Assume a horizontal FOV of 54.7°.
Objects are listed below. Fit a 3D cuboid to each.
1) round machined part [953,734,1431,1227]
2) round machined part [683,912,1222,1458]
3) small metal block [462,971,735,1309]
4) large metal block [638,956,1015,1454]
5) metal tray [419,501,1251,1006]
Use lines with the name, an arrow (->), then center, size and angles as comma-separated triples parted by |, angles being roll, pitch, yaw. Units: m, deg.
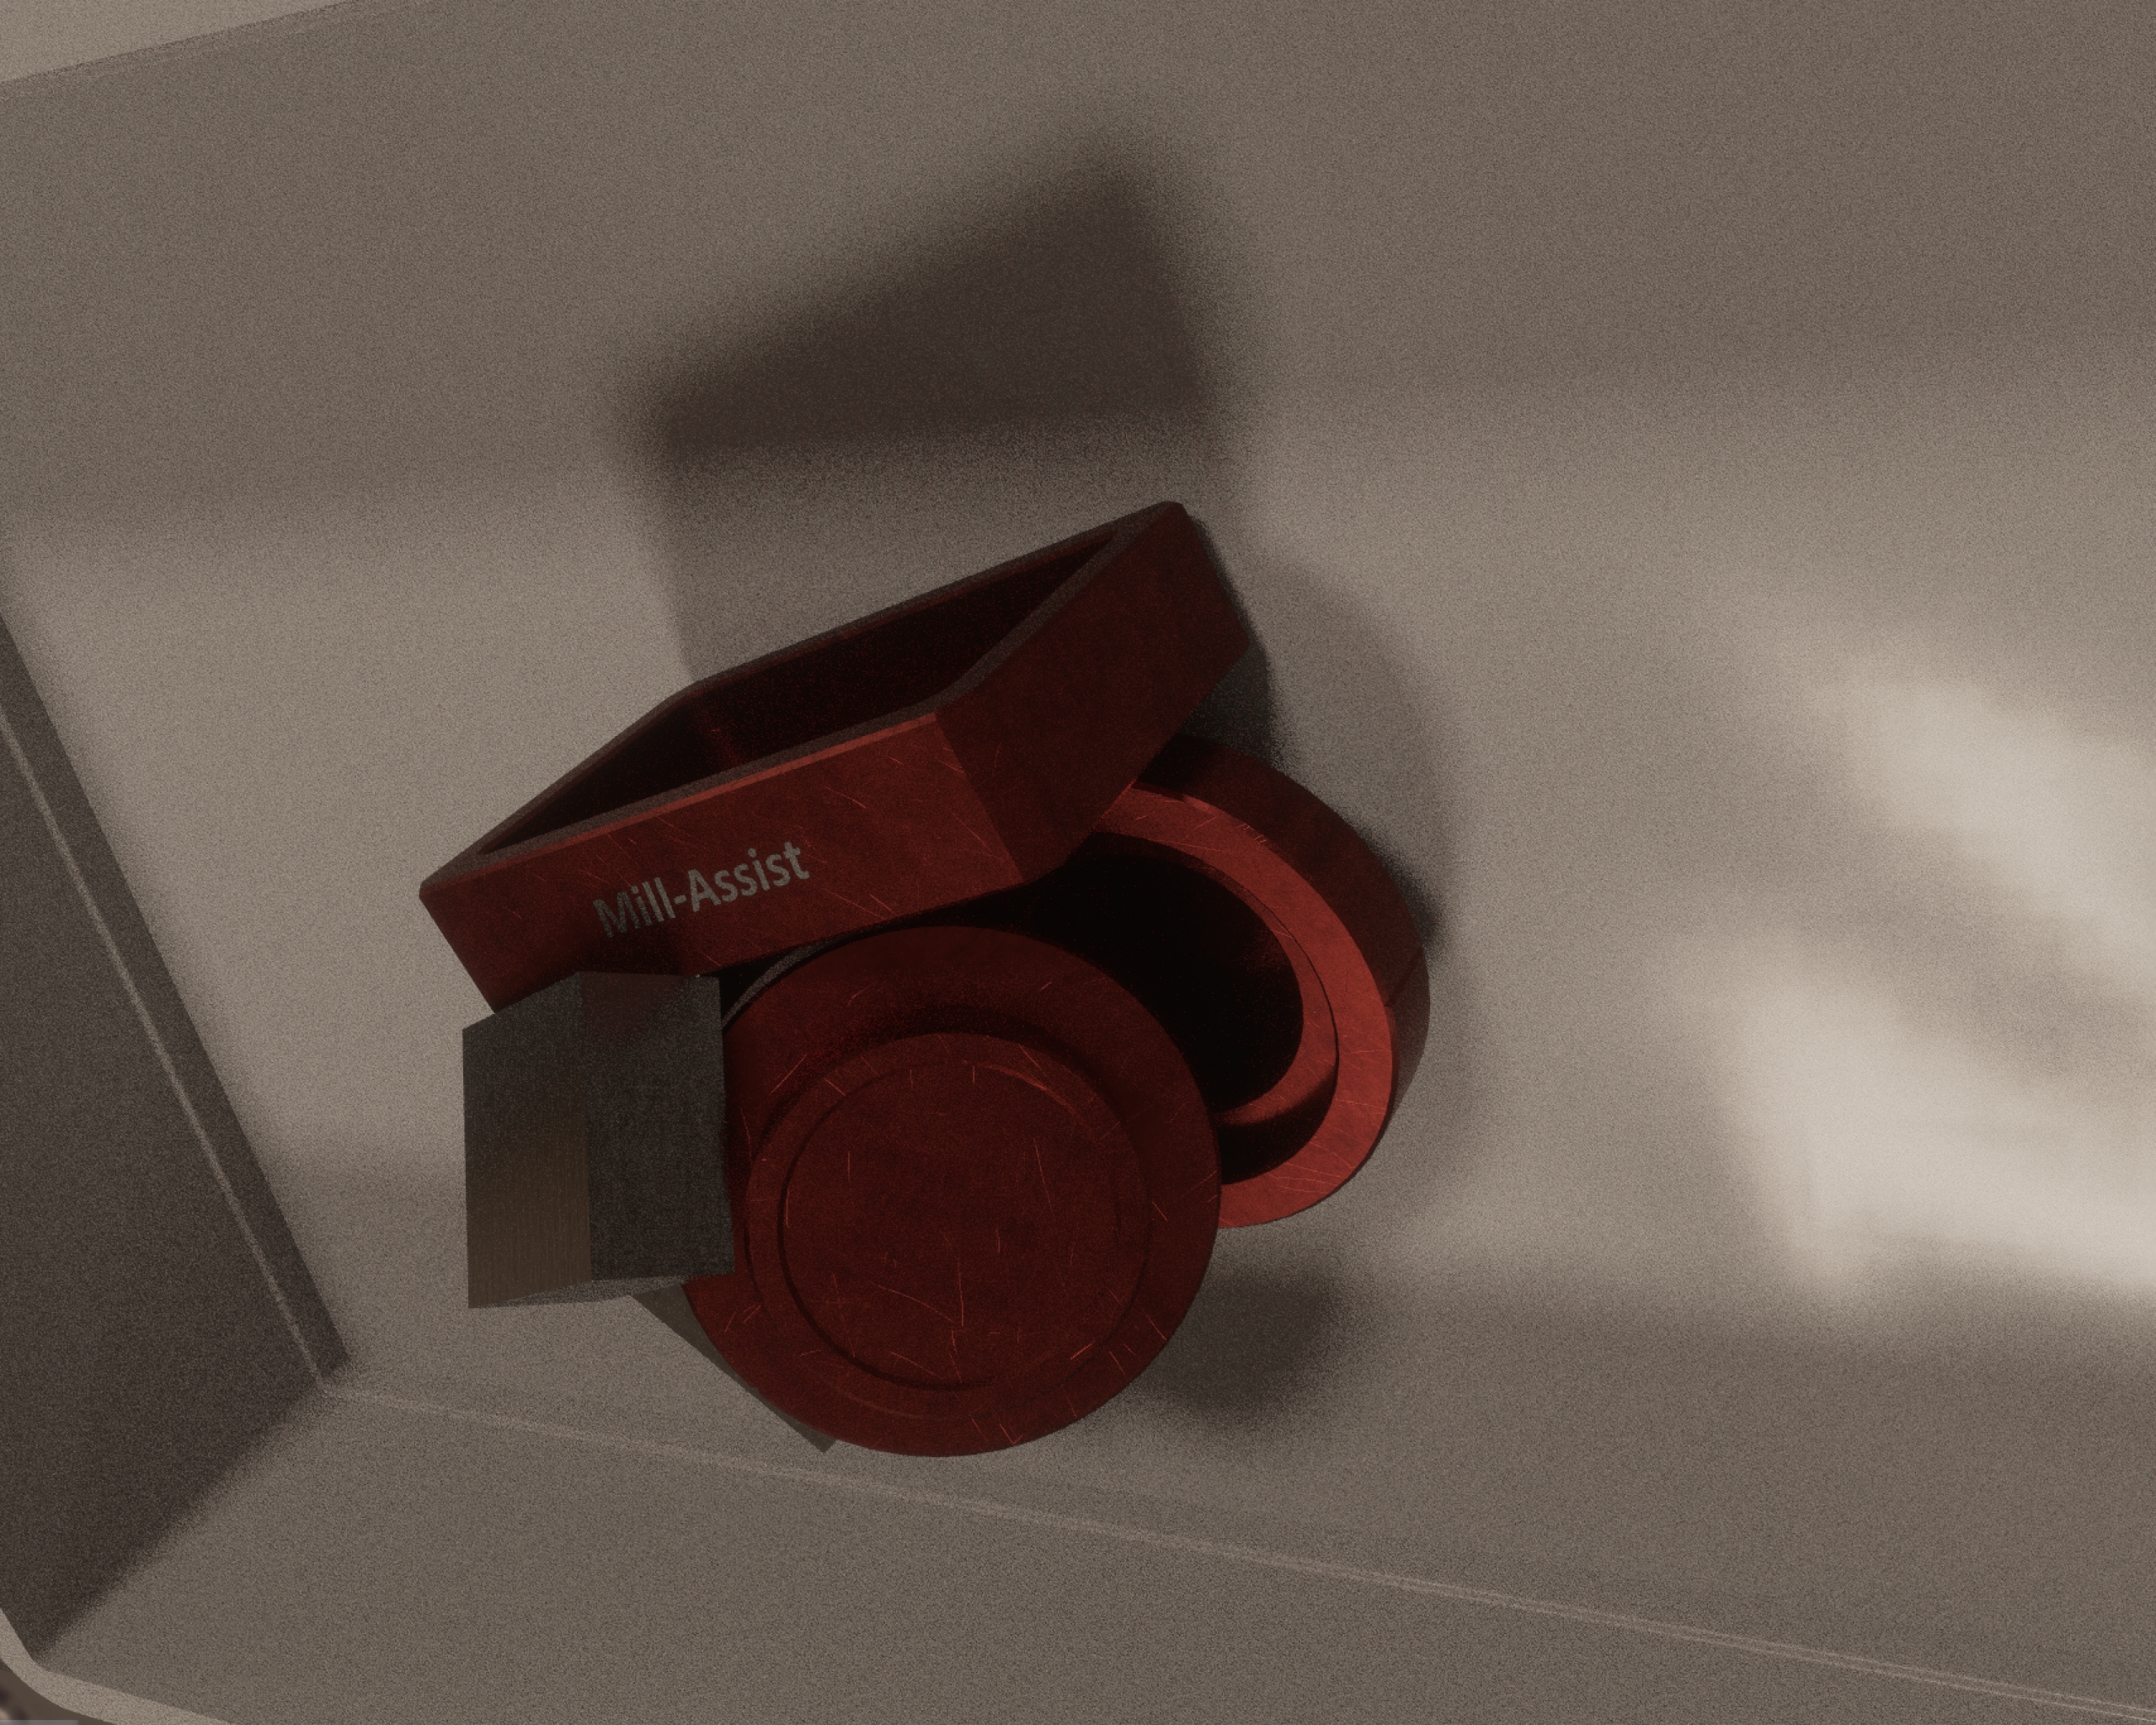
round machined part -> 0.020, 0.018, 0.397 | 0.098, 0.042, 0.097 | 13, 124, 20
round machined part -> -0.023, 0.059, 0.368 | 0.099, 0.042, 0.097 | -1, 96, -6
small metal block -> -0.084, 0.049, 0.360 | 0.050, 0.025, 0.050 | -23, 68, 49
large metal block -> -0.053, 0.059, 0.435 | 0.080, 0.080, 0.050 | 39, 129, 1
metal tray -> -0.044, -0.017, 0.375 | 0.130, 0.090, 0.030 | -16, 111, 34
